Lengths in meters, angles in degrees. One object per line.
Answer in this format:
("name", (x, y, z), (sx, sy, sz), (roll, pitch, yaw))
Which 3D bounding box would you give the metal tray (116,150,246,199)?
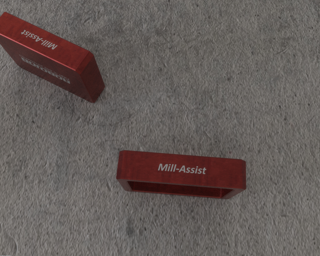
("metal tray", (0.022, 0.056, 0.353), (0.131, 0.090, 0.030), (4, 70, 1))

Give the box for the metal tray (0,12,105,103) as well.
("metal tray", (-0.141, -0.088, 0.404), (0.130, 0.090, 0.030), (26, 73, 9))
